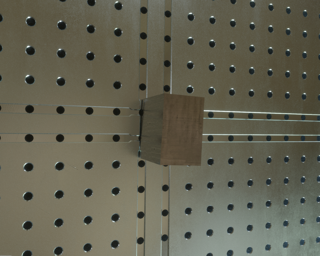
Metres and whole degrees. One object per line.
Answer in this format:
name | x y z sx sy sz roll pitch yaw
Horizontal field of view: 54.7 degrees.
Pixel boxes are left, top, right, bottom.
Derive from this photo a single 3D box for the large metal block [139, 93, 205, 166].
large metal block | 0.012 0.002 0.388 0.050 0.080 0.079 4 89 -20
